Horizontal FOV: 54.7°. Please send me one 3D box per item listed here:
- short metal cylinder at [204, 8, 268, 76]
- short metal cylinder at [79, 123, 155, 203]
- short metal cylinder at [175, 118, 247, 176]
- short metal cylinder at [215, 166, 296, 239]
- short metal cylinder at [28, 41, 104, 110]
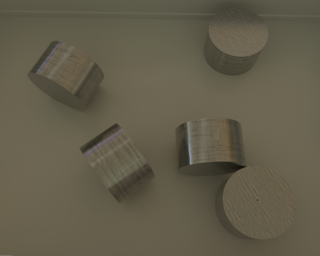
[{"bbox_3d":[0.106,-0.122,0.442,0.081,0.050,0.080,0,70,0],"label":"short metal cylinder"},{"bbox_3d":[-0.050,0.041,0.365,0.050,0.080,0.080,-36,74,-12],"label":"short metal cylinder"},{"bbox_3d":[0.060,0.025,0.372,0.081,0.080,0.050,-2,70,-1],"label":"short metal cylinder"},{"bbox_3d":[0.109,0.089,0.365,0.081,0.050,0.080,0,70,0],"label":"short metal cylinder"},{"bbox_3d":[-0.121,-0.066,0.403,0.080,0.080,0.050,25,72,8],"label":"short metal cylinder"}]
